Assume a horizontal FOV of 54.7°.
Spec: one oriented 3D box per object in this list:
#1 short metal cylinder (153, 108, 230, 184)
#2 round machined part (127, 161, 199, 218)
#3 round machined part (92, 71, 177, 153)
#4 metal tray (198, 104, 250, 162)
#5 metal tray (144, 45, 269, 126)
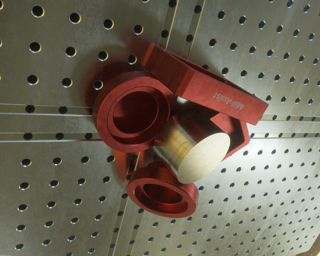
[{"bbox_3d":[0.039,0.023,0.384,0.081,0.050,0.080,-26,141,-23],"label":"short metal cylinder"},{"bbox_3d":[0.007,0.083,0.434,0.098,0.042,0.097,12,139,11],"label":"round machined part"},{"bbox_3d":[-0.032,-0.022,0.370,0.099,0.042,0.097,-14,125,-21],"label":"round machined part"},{"bbox_3d":[0.066,0.018,0.456,0.131,0.030,0.090,-32,129,-8],"label":"metal tray"},{"bbox_3d":[0.056,-0.050,0.370,0.131,0.090,0.030,16,110,-35],"label":"metal tray"}]
